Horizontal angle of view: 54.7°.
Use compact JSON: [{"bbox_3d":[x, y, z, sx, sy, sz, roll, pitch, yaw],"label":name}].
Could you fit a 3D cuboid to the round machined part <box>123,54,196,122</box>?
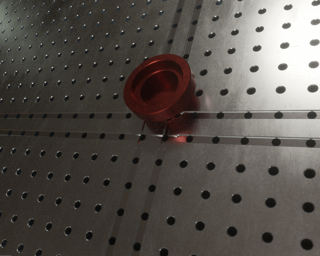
[{"bbox_3d":[0.003,-0.050,0.426,0.098,0.042,0.098,-13,56,20],"label":"round machined part"}]
